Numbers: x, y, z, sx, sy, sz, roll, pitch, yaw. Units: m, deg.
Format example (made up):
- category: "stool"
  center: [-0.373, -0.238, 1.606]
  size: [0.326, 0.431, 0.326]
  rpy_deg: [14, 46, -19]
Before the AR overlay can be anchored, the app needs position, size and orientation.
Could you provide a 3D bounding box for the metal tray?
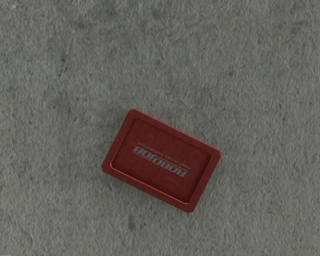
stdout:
- category: "metal tray"
  center: [0.002, 0.042, 0.407]
  size: [0.131, 0.030, 0.090]
  rpy_deg: [26, 90, -1]
